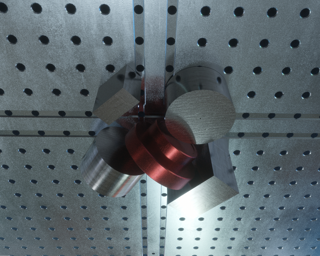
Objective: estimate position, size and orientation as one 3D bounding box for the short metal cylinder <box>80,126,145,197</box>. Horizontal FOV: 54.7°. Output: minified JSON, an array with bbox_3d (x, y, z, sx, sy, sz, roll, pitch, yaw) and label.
[{"bbox_3d":[-0.058,0.044,0.412,0.080,0.080,0.050,25,126,-20],"label":"short metal cylinder"}]

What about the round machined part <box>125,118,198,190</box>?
[{"bbox_3d":[0.008,0.025,0.386,0.098,0.098,0.042,34,110,-26],"label":"round machined part"}]

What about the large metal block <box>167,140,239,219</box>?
[{"bbox_3d":[0.056,0.067,0.434,0.050,0.080,0.080,36,121,-27],"label":"large metal block"}]

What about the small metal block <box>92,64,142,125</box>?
[{"bbox_3d":[-0.049,-0.039,0.361,0.050,0.050,0.025,-34,122,25],"label":"small metal block"}]

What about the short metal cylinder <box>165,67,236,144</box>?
[{"bbox_3d":[0.046,-0.026,0.373,0.081,0.050,0.079,0,130,0],"label":"short metal cylinder"}]
